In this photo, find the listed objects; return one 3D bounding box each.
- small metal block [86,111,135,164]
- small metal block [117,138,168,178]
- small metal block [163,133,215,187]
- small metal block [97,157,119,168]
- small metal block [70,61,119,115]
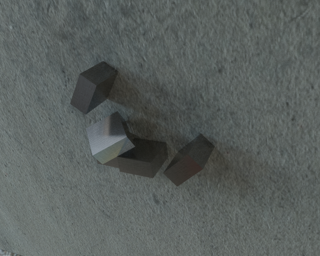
[{"bbox_3d":[-0.067,0.013,0.417,0.050,0.050,0.025,-29,139,4],"label":"small metal block"},{"bbox_3d":[-0.023,0.040,0.426,0.050,0.050,0.025,7,122,24],"label":"small metal block"},{"bbox_3d":[0.037,0.041,0.395,0.025,0.050,0.050,44,129,-3],"label":"small metal block"},{"bbox_3d":[-0.069,0.030,0.460,0.050,0.025,0.050,8,122,23],"label":"small metal block"},{"bbox_3d":[-0.085,-0.052,0.401,0.025,0.050,0.050,35,129,5],"label":"small metal block"}]
